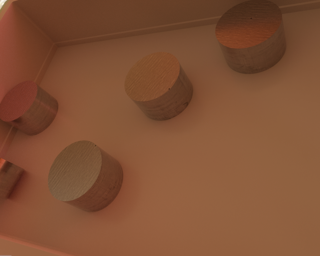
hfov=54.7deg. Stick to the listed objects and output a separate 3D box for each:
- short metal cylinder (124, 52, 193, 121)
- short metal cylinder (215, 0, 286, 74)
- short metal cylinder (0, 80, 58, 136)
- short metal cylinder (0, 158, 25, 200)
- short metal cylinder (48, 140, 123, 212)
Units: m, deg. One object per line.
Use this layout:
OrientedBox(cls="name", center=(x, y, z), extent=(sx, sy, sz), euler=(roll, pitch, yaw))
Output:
OrientedBox(cls="short metal cylinder", center=(-0.001, -0.057, 0.425), extent=(0.080, 0.050, 0.080), euler=(-13, 56, 21))
OrientedBox(cls="short metal cylinder", center=(0.118, -0.117, 0.400), extent=(0.080, 0.050, 0.080), euler=(-13, 56, 21))
OrientedBox(cls="short metal cylinder", center=(-0.223, -0.034, 0.528), extent=(0.080, 0.050, 0.080), euler=(-13, 56, 21))
OrientedBox(cls="short metal cylinder", center=(-0.254, 0.067, 0.463), extent=(0.080, 0.080, 0.050), euler=(12, 68, 33))
OrientedBox(cls="short metal cylinder", center=(-0.095, 0.063, 0.402), extent=(0.080, 0.050, 0.080), euler=(-13, 56, 21))
